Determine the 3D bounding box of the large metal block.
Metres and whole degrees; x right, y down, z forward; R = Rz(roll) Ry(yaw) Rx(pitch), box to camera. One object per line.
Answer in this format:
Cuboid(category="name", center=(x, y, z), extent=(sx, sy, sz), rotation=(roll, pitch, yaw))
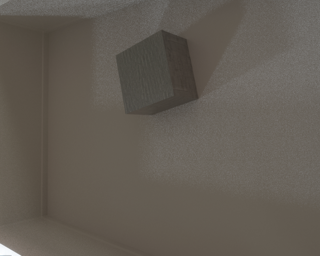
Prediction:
Cuboid(category="large metal block", center=(-0.005, -0.066, 0.396), extent=(0.080, 0.050, 0.080), rotation=(-17, 79, 39))
